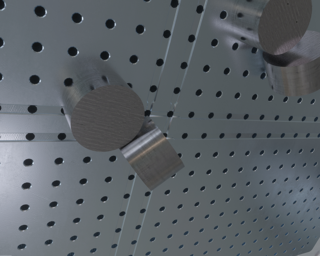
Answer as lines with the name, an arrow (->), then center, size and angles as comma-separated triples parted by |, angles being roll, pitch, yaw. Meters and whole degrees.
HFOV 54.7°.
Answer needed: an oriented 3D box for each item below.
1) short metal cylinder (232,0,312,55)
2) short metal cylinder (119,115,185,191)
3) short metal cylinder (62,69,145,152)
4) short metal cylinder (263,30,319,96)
short metal cylinder -> 0.138, -0.138, 0.385 | 0.081, 0.050, 0.079 | -14, 124, -21
short metal cylinder -> -0.013, 0.031, 0.387 | 0.050, 0.080, 0.080 | -36, 129, -4
short metal cylinder -> -0.064, -0.020, 0.347 | 0.081, 0.050, 0.079 | -14, 124, -21
short metal cylinder -> 0.186, -0.089, 0.422 | 0.080, 0.080, 0.050 | -34, 129, -6
